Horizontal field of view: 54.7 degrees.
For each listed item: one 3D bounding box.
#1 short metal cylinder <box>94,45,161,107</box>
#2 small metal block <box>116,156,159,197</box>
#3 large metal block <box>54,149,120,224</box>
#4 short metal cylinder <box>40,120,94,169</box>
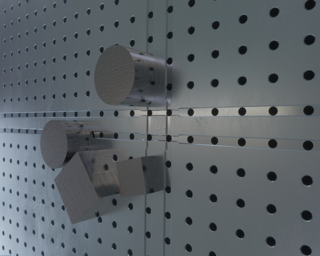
[{"bbox_3d":[-0.046,-0.070,0.431,0.080,0.050,0.079,0,90,40],"label":"short metal cylinder"},{"bbox_3d":[-0.032,0.068,0.436,0.050,0.025,0.050,-16,80,39],"label":"small metal block"},{"bbox_3d":[-0.112,0.091,0.486,0.080,0.050,0.080,-46,63,30],"label":"large metal block"},{"bbox_3d":[-0.158,0.026,0.523,0.080,0.050,0.079,0,90,40],"label":"short metal cylinder"}]
